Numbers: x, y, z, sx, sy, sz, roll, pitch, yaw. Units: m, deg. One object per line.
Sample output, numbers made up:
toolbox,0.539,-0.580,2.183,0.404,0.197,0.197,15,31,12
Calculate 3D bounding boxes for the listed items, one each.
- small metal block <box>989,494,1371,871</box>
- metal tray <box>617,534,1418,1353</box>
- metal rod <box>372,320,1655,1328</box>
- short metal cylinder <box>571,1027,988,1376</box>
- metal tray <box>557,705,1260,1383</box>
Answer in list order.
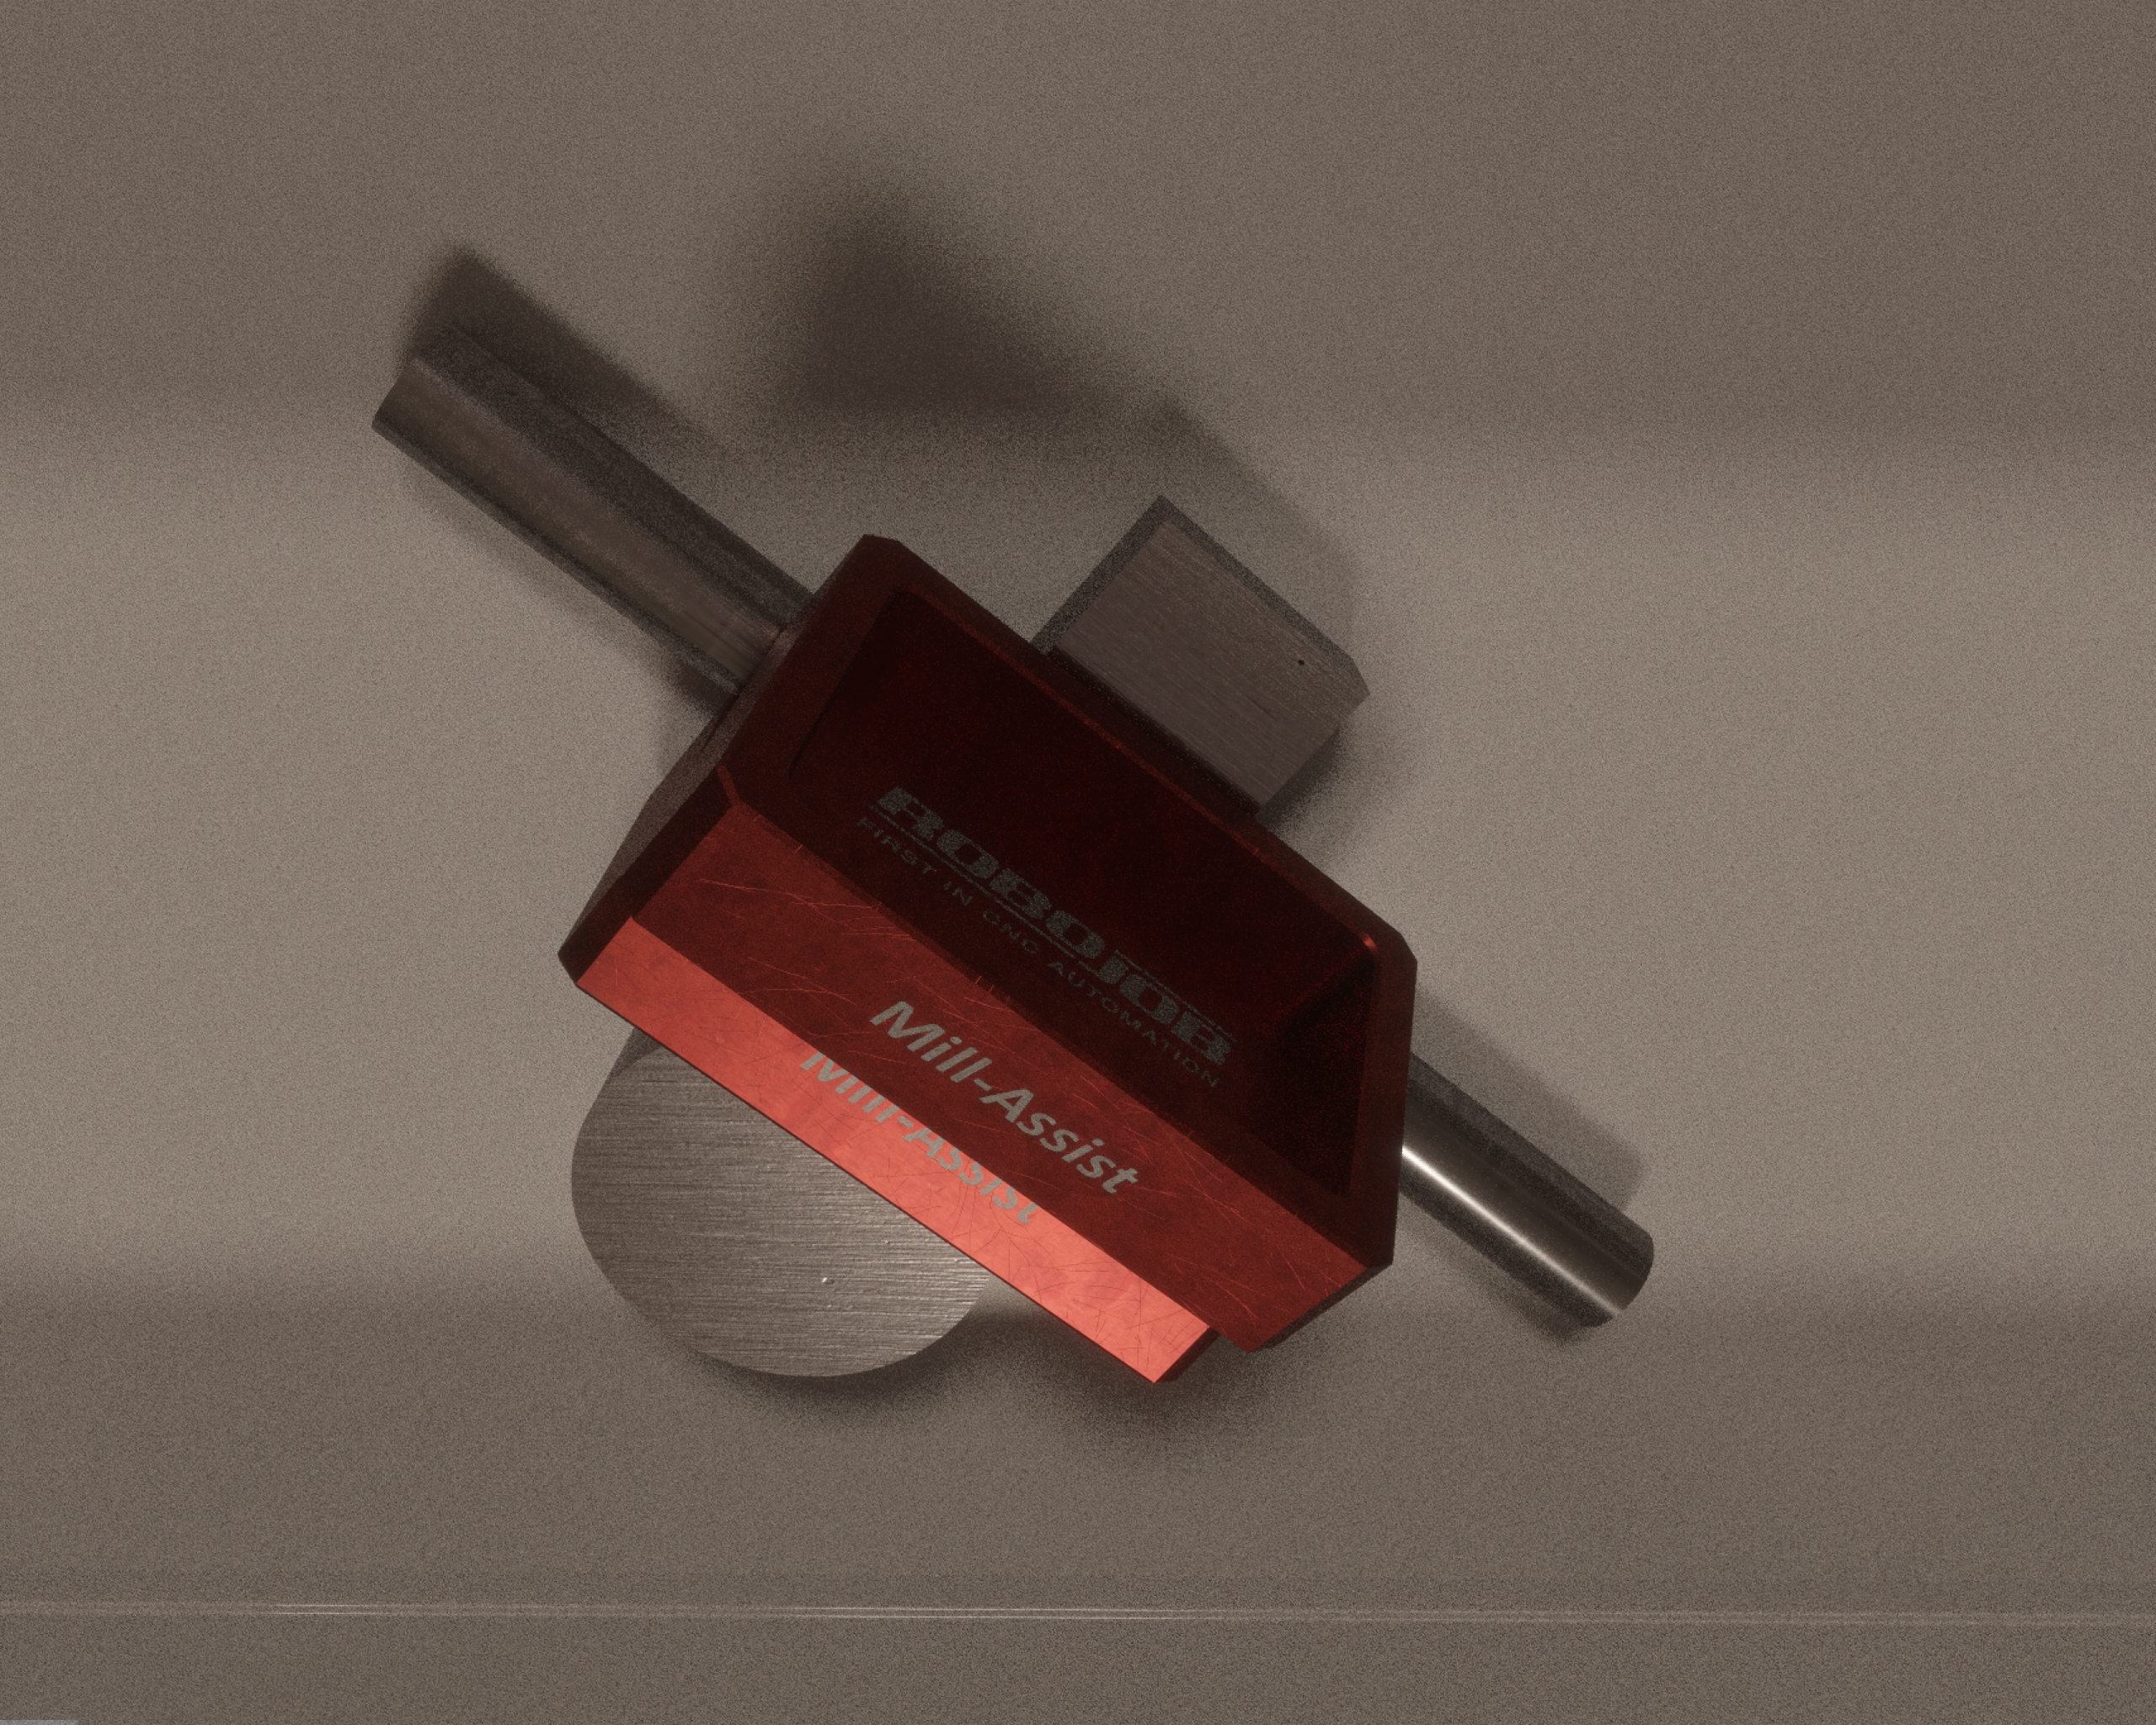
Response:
small metal block,0.019,-0.033,0.398,0.050,0.025,0.050,39,105,-14
metal tray,-0.002,0.011,0.352,0.130,0.090,0.030,37,123,-13
metal rod,-0.003,0.000,0.411,0.301,0.025,0.025,37,106,-13
short metal cylinder,-0.052,0.053,0.409,0.080,0.050,0.079,2,117,4
metal tray,-0.025,0.029,0.386,0.130,0.090,0.030,37,106,-13
